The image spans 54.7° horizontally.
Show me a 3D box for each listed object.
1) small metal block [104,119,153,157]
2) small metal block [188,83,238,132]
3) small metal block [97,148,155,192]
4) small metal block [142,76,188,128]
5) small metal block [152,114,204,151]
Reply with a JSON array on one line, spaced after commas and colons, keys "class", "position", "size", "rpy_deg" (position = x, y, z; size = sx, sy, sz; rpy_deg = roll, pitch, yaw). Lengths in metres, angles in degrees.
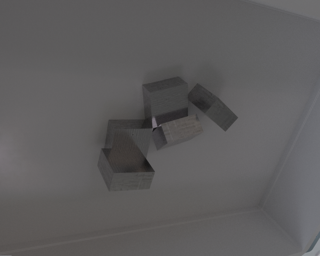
[{"class": "small metal block", "position": [-0.041, 0.017, 0.396], "size": [0.050, 0.025, 0.050], "rpy_deg": [-1, 119, -28]}, {"class": "small metal block", "position": [0.069, -0.028, 0.413], "size": [0.025, 0.050, 0.050], "rpy_deg": [-49, 129, 6]}, {"class": "small metal block", "position": [-0.041, 0.048, 0.367], "size": [0.050, 0.050, 0.025], "rpy_deg": [3, 117, -30]}, {"class": "small metal block", "position": [0.007, -0.033, 0.392], "size": [0.050, 0.025, 0.050], "rpy_deg": [-16, 125, -19]}, {"class": "small metal block", "position": [0.021, 0.006, 0.406], "size": [0.050, 0.050, 0.025], "rpy_deg": [-16, 81, -19]}]
